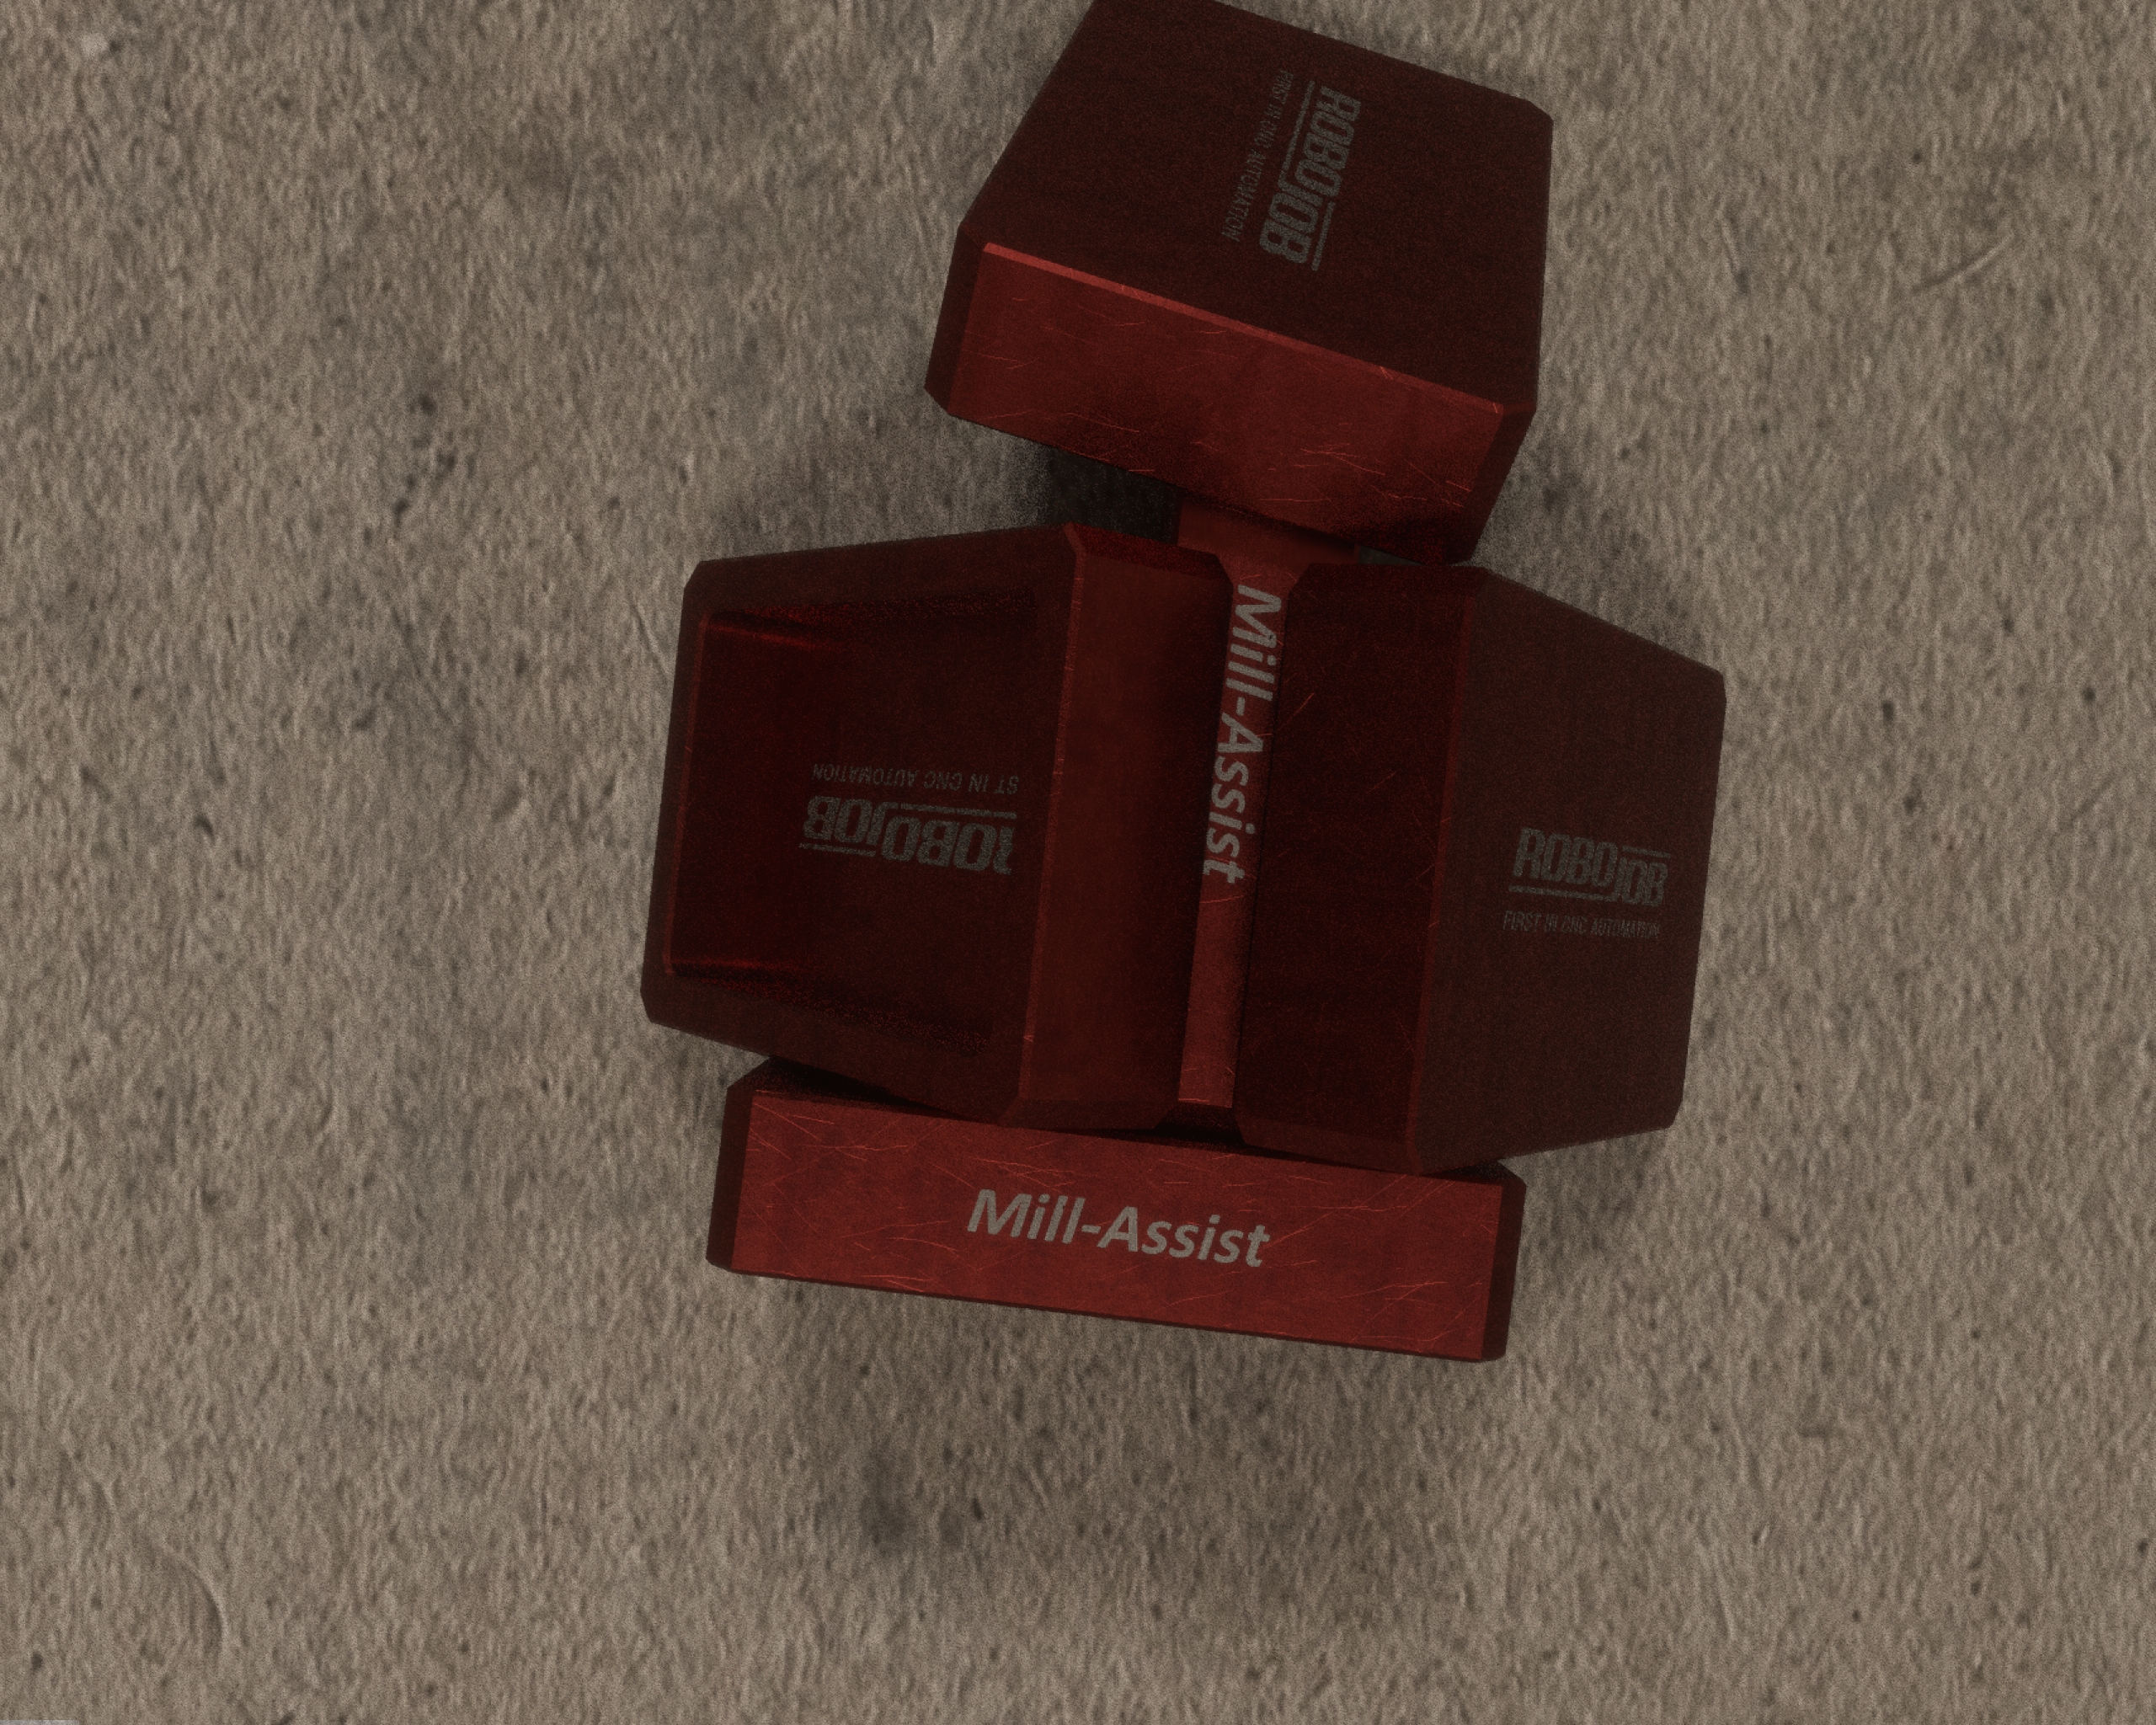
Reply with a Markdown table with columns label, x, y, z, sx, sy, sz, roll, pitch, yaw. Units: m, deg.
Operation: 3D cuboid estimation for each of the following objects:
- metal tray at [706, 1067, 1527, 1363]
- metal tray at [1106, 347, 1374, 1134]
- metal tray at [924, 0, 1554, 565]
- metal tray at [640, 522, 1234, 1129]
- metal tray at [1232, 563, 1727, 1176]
| label | x | y | z | sx | sy | sz | roll | pitch | yaw |
| --- | --- | --- | --- | --- | --- | --- | --- | --- | --- |
| metal tray | 0.006 | 0.058 | 0.378 | 0.131 | 0.090 | 0.030 | 7 | 90 | -1 |
| metal tray | 0.026 | -0.021 | 0.378 | 0.030 | 0.090 | 0.129 | 7 | 90 | 0 |
| metal tray | 0.034 | -0.109 | 0.365 | 0.090 | 0.130 | 0.030 | 18 | 131 | -1 |
| metal tray | -0.030 | -0.008 | 0.362 | 0.030 | 0.130 | 0.089 | 6 | 90 | -37 |
| metal tray | 0.075 | 0.003 | 0.362 | 0.030 | 0.131 | 0.089 | 6 | 91 | 33 |
